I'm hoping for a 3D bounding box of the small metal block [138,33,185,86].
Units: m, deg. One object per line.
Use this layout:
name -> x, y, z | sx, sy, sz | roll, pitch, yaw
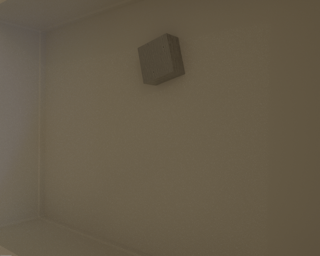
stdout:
small metal block -> 0.001, -0.088, 0.404 | 0.050, 0.025, 0.050 | -16, 80, 38
